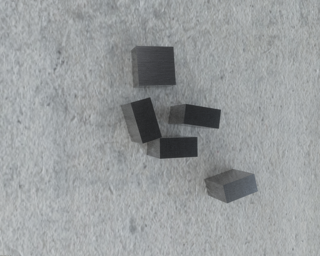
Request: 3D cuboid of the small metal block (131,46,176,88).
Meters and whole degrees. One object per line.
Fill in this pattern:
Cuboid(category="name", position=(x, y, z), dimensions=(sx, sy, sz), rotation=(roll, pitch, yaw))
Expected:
Cuboid(category="small metal block", position=(-0.009, -0.079, 0.407), dimensions=(0.050, 0.025, 0.050), rotation=(-4, 92, -20))

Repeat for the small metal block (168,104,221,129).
Cuboid(category="small metal block", position=(0.045, -0.015, 0.414), dimensions=(0.050, 0.050, 0.025), rotation=(8, 88, -20))

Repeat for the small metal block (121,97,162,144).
Cuboid(category="small metal block", position=(-0.025, -0.009, 0.388), dimensions=(0.025, 0.050, 0.050), rotation=(-18, 97, -19))

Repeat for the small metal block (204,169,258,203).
Cuboid(category="small metal block", position=(0.099, 0.080, 0.434), dimensions=(0.050, 0.050, 0.025), rotation=(-15, 96, -20))

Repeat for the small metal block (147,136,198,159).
Cuboid(category="small metal block", position=(0.015, 0.024, 0.402), dimensions=(0.050, 0.050, 0.025), rotation=(-1, 91, -20))
